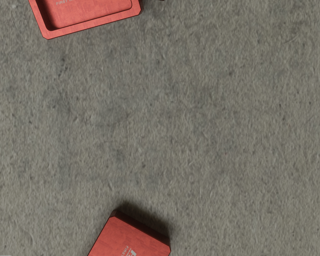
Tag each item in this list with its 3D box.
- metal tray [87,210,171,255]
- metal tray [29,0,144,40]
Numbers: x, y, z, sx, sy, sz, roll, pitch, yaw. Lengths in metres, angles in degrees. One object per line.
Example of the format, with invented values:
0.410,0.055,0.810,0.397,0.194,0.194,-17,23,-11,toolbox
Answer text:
-0.055,0.187,0.407,0.090,0.030,0.130,29,90,-1,metal tray
-0.095,-0.170,0.381,0.131,0.030,0.089,-12,112,8,metal tray
